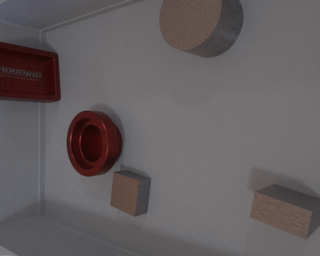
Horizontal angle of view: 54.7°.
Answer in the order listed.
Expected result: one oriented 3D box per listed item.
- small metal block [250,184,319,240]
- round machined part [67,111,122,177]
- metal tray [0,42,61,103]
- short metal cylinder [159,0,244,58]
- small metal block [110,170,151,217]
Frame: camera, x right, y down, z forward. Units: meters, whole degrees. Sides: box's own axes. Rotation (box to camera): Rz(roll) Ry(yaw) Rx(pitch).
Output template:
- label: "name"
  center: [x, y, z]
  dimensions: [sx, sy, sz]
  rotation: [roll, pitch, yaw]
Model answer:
- label: "small metal block"
  center: [0.120, 0.076, 0.290]
  dimensions: [0.050, 0.050, 0.025]
  rotation: [15, 99, 39]
- label: "round machined part"
  center: [-0.096, 0.023, 0.472]
  dimensions: [0.098, 0.042, 0.097]
  rotation: [0, 90, 39]
- label: "metal tray"
  center: [-0.239, -0.093, 0.532]
  dimensions: [0.030, 0.131, 0.089]
  rotation: [-7, 85, 39]
- label: "short metal cylinder"
  center: [0.046, -0.124, 0.351]
  dimensions: [0.080, 0.050, 0.079]
  rotation: [0, 90, 39]
- label: "small metal block"
  center: [-0.042, 0.091, 0.439]
  dimensions: [0.050, 0.025, 0.050]
  rotation: [11, 97, 39]
